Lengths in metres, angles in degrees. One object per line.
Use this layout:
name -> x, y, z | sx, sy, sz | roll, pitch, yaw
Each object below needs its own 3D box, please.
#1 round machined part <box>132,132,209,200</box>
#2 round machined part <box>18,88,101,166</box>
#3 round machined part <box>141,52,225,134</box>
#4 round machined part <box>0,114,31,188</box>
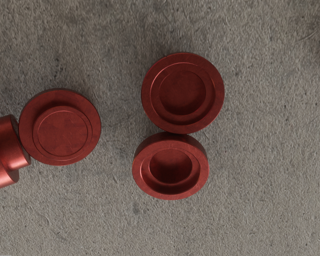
round machined part -> 0.014, 0.046, 0.412 | 0.099, 0.042, 0.097 | 1, 120, 1
round machined part -> -0.121, 0.002, 0.383 | 0.099, 0.042, 0.097 | -7, 108, -21
round machined part -> 0.027, -0.045, 0.383 | 0.099, 0.042, 0.097 | 0, 108, 0
round machined part -> -0.192, 0.021, 0.381 | 0.042, 0.098, 0.097 | -20, 111, -16
